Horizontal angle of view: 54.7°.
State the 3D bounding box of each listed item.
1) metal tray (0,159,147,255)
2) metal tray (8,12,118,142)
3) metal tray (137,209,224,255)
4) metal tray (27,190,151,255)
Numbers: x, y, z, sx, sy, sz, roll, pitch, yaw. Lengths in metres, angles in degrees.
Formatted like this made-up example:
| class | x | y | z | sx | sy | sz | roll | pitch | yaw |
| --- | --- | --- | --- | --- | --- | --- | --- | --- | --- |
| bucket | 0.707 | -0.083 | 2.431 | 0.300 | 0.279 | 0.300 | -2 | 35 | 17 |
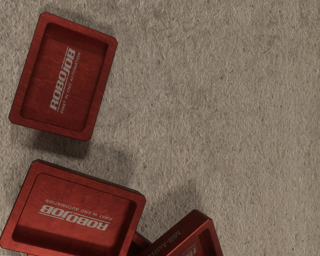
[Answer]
| class | x | y | z | sx | sy | sz | roll | pitch | yaw |
| --- | --- | --- | --- | --- | --- | --- | --- | --- | --- |
| metal tray | -0.091 | 0.097 | 0.340 | 0.131 | 0.030 | 0.090 | 22 | 82 | -19 |
| metal tray | -0.111 | -0.057 | 0.365 | 0.091 | 0.030 | 0.129 | 16 | 84 | -20 |
| metal tray | 0.019 | 0.177 | 0.391 | 0.131 | 0.030 | 0.090 | -32 | 120 | -25 |
| metal tray | -0.079 | 0.149 | 0.378 | 0.130 | 0.030 | 0.090 | 42 | 77 | -16 |
